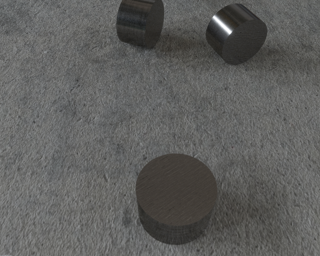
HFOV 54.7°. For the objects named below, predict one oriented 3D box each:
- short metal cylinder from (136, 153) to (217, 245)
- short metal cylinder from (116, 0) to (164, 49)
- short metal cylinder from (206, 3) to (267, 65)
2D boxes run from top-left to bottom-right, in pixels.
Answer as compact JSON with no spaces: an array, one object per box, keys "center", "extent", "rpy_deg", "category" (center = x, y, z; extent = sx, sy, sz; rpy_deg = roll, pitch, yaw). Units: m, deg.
[{"center":[0.016,0.074,0.325],"extent":[0.080,0.050,0.080],"rpy_deg":[0,50,0],"category":"short metal cylinder"},{"center":[-0.031,-0.178,0.517],"extent":[0.050,0.080,0.080],"rpy_deg":[18,52,14],"category":"short metal cylinder"},{"center":[0.121,-0.148,0.493],"extent":[0.081,0.080,0.050],"rpy_deg":[-19,53,-15],"category":"short metal cylinder"}]
